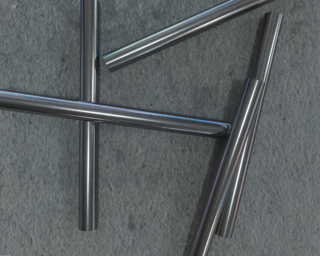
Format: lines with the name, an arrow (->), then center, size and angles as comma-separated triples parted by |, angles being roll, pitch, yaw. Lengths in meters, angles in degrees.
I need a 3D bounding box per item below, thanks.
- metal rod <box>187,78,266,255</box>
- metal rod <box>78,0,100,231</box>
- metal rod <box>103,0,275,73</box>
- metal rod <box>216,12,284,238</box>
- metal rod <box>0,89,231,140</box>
metal rod -> 0.074, 0.083, 0.396 | 0.025, 0.025, 0.298 | 17, 96, -1
metal rod -> -0.093, -0.017, 0.408 | 0.025, 0.025, 0.298 | 1, 90, -1
metal rod -> 0.067, -0.146, 0.410 | 0.301, 0.025, 0.025 | -24, 90, -1
metal rod -> 0.117, -0.004, 0.411 | 0.025, 0.025, 0.298 | 13, 90, -1
metal rod -> -0.058, -0.016, 0.388 | 0.302, 0.025, 0.025 | 8, 90, -9
